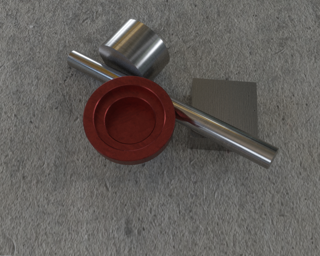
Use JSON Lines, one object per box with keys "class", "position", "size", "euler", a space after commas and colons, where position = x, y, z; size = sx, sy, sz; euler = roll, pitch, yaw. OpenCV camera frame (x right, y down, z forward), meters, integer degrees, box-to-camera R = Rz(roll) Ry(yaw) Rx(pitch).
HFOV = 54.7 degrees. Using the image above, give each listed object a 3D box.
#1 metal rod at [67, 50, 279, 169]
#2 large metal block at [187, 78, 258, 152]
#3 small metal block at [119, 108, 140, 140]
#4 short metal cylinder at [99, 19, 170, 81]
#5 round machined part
{"class": "metal rod", "position": [-0.003, -0.034, 0.382], "size": [0.300, 0.025, 0.025], "euler": [29, 72, 24]}
{"class": "large metal block", "position": [0.079, -0.015, 0.403], "size": [0.081, 0.050, 0.080], "euler": [4, 70, 1]}
{"class": "small metal block", "position": [-0.037, -0.002, 0.397], "size": [0.025, 0.050, 0.050], "euler": [-2, 70, -1]}
{"class": "short metal cylinder", "position": [-0.034, -0.097, 0.415], "size": [0.080, 0.080, 0.050], "euler": [36, 74, 12]}
{"class": "round machined part", "position": [-0.033, -0.006, 0.350], "size": [0.099, 0.042, 0.098], "euler": [0, 71, -1]}
